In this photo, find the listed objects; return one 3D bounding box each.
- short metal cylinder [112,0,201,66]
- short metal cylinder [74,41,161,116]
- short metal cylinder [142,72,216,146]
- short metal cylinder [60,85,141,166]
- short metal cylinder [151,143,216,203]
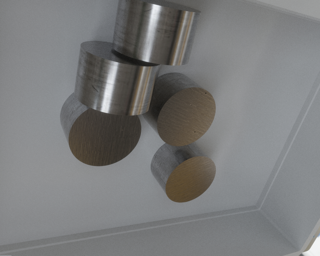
[{"bbox_3d":[-0.004,-0.100,0.310,0.081,0.080,0.050,-1,119,-28],"label":"short metal cylinder"},{"bbox_3d":[-0.044,-0.053,0.318,0.081,0.080,0.050,1,118,-29],"label":"short metal cylinder"},{"bbox_3d":[0.022,-0.024,0.392,0.081,0.050,0.079,-14,125,-21],"label":"short metal cylinder"},{"bbox_3d":[-0.068,-0.003,0.354,0.081,0.050,0.079,-14,125,-21],"label":"short metal cylinder"},{"bbox_3d":[0.033,0.061,0.450,0.081,0.050,0.079,-14,125,-21],"label":"short metal cylinder"}]
